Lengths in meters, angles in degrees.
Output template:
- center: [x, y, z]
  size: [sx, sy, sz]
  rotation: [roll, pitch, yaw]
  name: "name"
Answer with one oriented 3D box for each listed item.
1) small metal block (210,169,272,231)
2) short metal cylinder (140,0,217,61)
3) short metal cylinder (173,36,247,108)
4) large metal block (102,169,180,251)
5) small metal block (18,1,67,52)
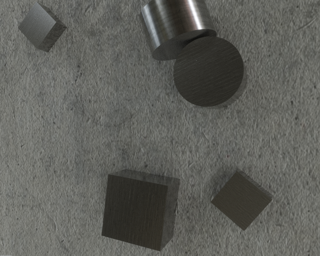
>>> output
- center: [0.098, 0.085, 0.374]
  size: [0.050, 0.025, 0.050]
  rotation: [40, 102, 15]
  name: "small metal block"
- center: [0.021, -0.121, 0.372]
  size: [0.080, 0.080, 0.050]
  rotation: [-20, 84, 19]
  name: "short metal cylinder"
- center: [0.062, -0.064, 0.374]
  size: [0.080, 0.050, 0.080]
  rotation: [0, 90, 20]
  name: "short metal cylinder"
- center: [-0.024, 0.103, 0.404]
  size: [0.080, 0.050, 0.079]
  rotation: [7, 93, 19]
  name: "large metal block"
- center: [-0.179, -0.153, 0.472]
  size: [0.050, 0.025, 0.050]
  rotation: [46, 104, 14]
  name: "small metal block"
